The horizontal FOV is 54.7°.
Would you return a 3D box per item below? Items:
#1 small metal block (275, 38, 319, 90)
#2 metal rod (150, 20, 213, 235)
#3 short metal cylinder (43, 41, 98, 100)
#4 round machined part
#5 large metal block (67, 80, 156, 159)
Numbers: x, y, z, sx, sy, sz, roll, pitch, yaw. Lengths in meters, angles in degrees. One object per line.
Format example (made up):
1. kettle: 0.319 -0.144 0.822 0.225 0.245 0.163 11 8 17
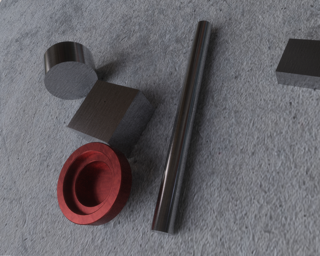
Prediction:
1. small metal block: 0.170 -0.075 0.361 0.050 0.025 0.050 16 70 34
2. metal rod: 0.034 -0.019 0.396 0.025 0.025 0.300 -1 61 27
3. short metal cylinder: -0.144 -0.091 0.498 0.080 0.080 0.050 -27 53 11
4. round machined part: -0.075 0.070 0.381 0.098 0.042 0.098 -11 67 26
5. large metal block: -0.066 -0.014 0.429 0.080 0.050 0.080 18 71 34
